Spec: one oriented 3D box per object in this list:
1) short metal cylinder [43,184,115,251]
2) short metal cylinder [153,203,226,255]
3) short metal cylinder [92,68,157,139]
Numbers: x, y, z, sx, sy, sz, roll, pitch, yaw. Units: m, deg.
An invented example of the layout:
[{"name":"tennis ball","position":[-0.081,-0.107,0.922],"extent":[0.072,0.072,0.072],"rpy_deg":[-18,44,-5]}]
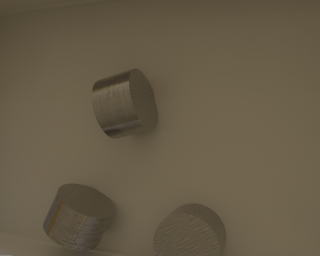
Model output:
[{"name":"short metal cylinder","position":[-0.108,0.118,0.418],"extent":[0.080,0.080,0.050],"rpy_deg":[29,99,17]},{"name":"short metal cylinder","position":[0.038,0.139,0.383],"extent":[0.080,0.050,0.079],"rpy_deg":[0,90,19]},{"name":"short metal cylinder","position":[-0.043,-0.030,0.395],"extent":[0.050,0.080,0.080],"rpy_deg":[-14,86,19]}]
